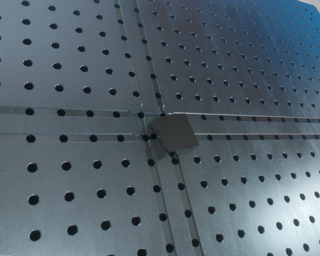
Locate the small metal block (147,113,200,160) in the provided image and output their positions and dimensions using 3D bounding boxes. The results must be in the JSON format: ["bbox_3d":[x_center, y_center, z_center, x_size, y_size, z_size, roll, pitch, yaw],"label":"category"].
[{"bbox_3d":[0.017,0.010,0.413,0.050,0.025,0.050,-10,67,-33],"label":"small metal block"}]
